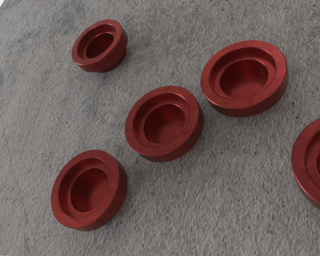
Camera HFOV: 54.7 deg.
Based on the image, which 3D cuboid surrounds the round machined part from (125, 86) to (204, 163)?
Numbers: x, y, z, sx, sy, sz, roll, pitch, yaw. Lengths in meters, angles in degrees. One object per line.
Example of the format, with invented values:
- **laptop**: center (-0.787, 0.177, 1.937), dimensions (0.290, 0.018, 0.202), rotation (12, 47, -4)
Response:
- **round machined part**: center (0.009, -0.001, 0.389), dimensions (0.098, 0.042, 0.098), rotation (-13, 56, 21)

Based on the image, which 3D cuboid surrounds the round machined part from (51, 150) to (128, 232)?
- **round machined part**: center (-0.083, 0.080, 0.388), dimensions (0.098, 0.042, 0.098), rotation (-13, 56, 21)

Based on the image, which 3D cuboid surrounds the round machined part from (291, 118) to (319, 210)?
- **round machined part**: center (0.173, 0.036, 0.280), dimensions (0.098, 0.042, 0.098), rotation (-13, 56, 21)

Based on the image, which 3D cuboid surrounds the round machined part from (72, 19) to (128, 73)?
- **round machined part**: center (-0.097, -0.133, 0.526), dimensions (0.098, 0.042, 0.098), rotation (-13, 56, 21)

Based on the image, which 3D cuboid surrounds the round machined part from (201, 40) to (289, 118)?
- **round machined part**: center (0.102, -0.054, 0.373), dimensions (0.098, 0.042, 0.098), rotation (-13, 56, 21)
